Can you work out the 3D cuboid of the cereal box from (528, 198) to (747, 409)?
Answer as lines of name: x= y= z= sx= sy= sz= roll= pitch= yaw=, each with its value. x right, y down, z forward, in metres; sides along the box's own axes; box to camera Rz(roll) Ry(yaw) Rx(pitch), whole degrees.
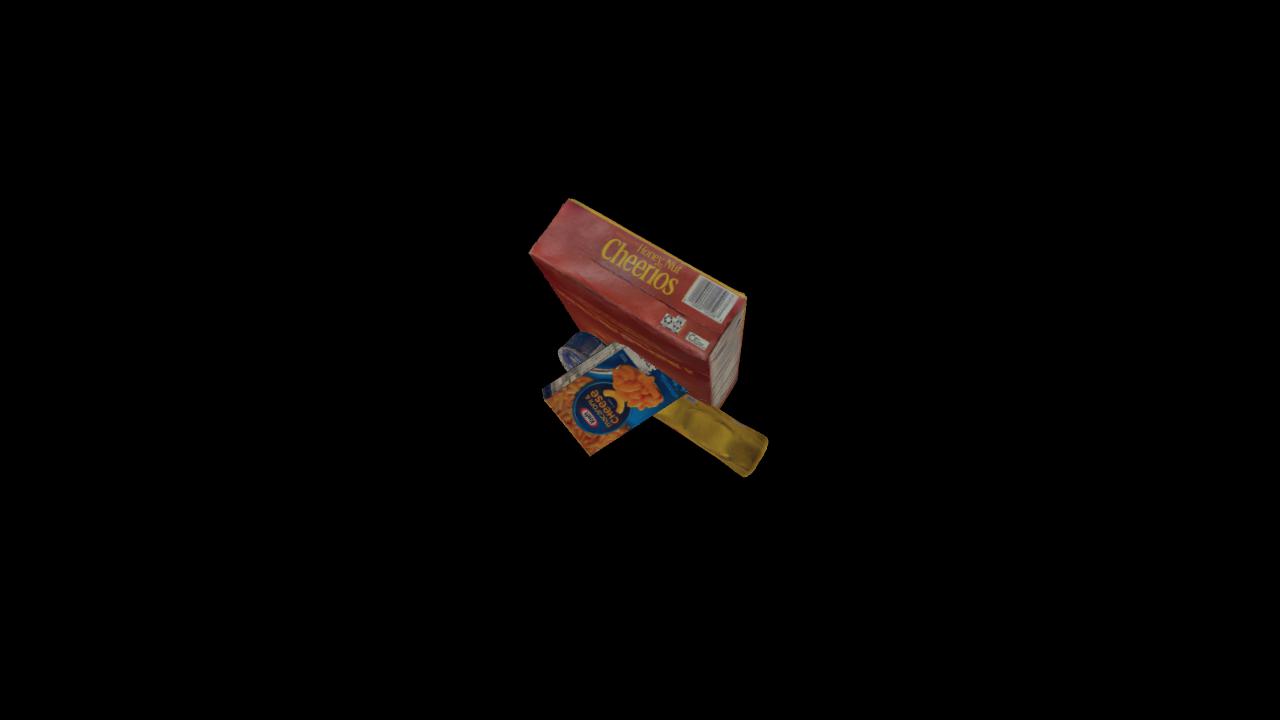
cereal box: x=0.013 y=-0.037 z=0.698 sx=0.203 sy=0.081 sz=0.306 roll=32 pitch=-9 yaw=15

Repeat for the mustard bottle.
mustard bottle: x=0.061 y=0.066 z=0.729 sx=0.184 sy=0.054 sz=0.092 roll=32 pitch=9 yaw=9

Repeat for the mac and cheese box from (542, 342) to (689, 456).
mac and cheese box: x=-0.007 y=0.021 z=0.687 sx=0.184 sy=0.093 sz=0.041 roll=-34 pitch=26 yaw=3

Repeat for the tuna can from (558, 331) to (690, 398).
tuna can: x=-0.056 y=0.006 z=0.724 sx=0.034 sy=0.084 sz=0.084 roll=-46 pitch=22 yaw=-23
